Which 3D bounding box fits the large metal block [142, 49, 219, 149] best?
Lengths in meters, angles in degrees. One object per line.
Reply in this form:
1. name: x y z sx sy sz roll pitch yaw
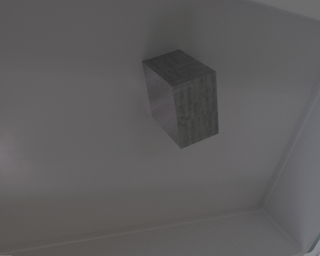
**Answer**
1. large metal block: 0.024 -0.036 0.363 0.050 0.080 0.080 -21 127 -16
